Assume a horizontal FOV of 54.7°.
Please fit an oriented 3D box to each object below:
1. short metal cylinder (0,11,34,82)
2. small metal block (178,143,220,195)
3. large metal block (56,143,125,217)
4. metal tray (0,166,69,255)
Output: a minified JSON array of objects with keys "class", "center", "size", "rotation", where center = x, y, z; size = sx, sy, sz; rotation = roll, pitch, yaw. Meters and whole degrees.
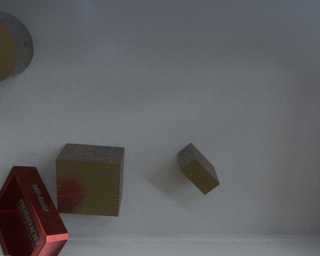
[{"class":"short metal cylinder","center":[-0.197,-0.095,0.360],"size":[0.081,0.050,0.079],"rotation":[0,110,-1]},{"class":"small metal block","center":[0.051,0.054,0.419],"size":[0.025,0.050,0.050],"rotation":[-40,106,13]},{"class":"large metal block","center":[-0.093,0.070,0.423],"size":[0.081,0.050,0.079],"rotation":[4,110,-2]},{"class":"metal tray","center":[-0.175,0.123,0.404],"size":[0.030,0.130,0.090],"rotation":[13,116,-49]}]
